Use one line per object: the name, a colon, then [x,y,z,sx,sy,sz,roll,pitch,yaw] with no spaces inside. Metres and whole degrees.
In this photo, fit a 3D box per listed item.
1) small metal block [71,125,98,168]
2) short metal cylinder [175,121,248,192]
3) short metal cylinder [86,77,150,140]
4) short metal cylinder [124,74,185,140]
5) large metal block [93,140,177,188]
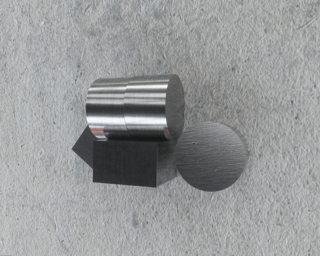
small metal block: [-0.089,0.026,0.442,0.050,0.025,0.050,39,102,15]
short metal cylinder: [0.064,0.032,0.374,0.080,0.050,0.079,0,90,20]
short metal cylinder: [-0.051,-0.025,0.400,0.050,0.080,0.079,1,90,20]
short metal cylinder: [-0.004,-0.025,0.383,0.050,0.080,0.079,1,90,20]
large metal block: [-0.028,0.040,0.391,0.080,0.080,0.050,1,91,20]
